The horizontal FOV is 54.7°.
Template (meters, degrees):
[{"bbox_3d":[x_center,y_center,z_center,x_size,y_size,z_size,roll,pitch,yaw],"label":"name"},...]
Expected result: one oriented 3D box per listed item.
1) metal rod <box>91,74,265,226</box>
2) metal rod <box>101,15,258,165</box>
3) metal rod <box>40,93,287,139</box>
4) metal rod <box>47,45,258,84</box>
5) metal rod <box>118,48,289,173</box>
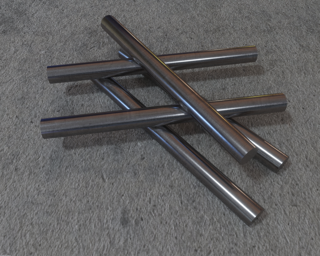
[{"bbox_3d":[0.003,0.007,0.398,0.025,0.025,0.300,-34,58,-25],"label":"metal rod"},{"bbox_3d":[0.006,-0.066,0.396,0.025,0.025,0.300,-28,56,-22],"label":"metal rod"},{"bbox_3d":[0.010,-0.016,0.387,0.302,0.025,0.025,-7,51,-6],"label":"metal rod"},{"bbox_3d":[-0.006,-0.093,0.451,0.302,0.025,0.025,-7,51,-7],"label":"metal rod"},{"bbox_3d":[0.044,-0.041,0.439,0.025,0.025,0.300,-35,59,-26],"label":"metal rod"}]
